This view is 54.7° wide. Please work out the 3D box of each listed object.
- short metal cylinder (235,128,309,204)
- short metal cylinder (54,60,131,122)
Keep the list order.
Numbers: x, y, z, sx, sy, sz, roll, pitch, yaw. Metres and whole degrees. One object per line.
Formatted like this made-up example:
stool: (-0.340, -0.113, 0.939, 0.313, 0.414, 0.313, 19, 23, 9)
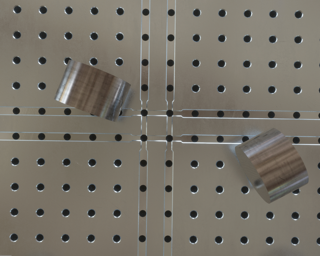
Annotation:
short metal cylinder: (0.137, 0.046, 0.387, 0.050, 0.080, 0.080, -28, 90, 0)
short metal cylinder: (-0.083, -0.045, 0.385, 0.080, 0.080, 0.050, 21, 90, 0)
